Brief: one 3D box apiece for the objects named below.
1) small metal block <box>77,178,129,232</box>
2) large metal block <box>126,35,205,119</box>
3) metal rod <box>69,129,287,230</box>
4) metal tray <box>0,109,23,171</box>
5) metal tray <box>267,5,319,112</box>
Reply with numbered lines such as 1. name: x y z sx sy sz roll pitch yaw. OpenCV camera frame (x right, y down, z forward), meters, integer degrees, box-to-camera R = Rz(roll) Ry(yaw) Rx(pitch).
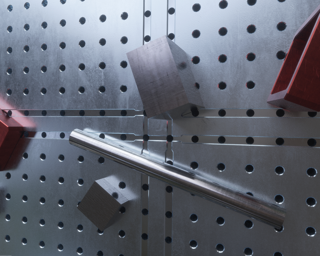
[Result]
1. small metal block: -0.081 0.108 0.441 0.050 0.025 0.050 38 102 16
2. large metal block: 0.010 -0.056 0.380 0.050 0.080 0.080 -21 83 19
3. metal rod: 0.009 0.060 0.409 0.301 0.025 0.025 19 97 18
4. metal tray: -0.299 0.004 0.515 0.130 0.030 0.090 34 101 16
5. metal tray: 0.144 -0.063 0.304 0.030 0.130 0.089 22 98 10
